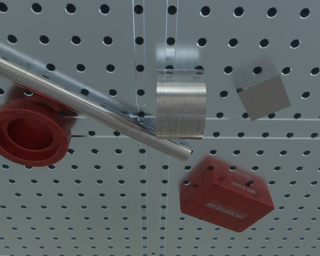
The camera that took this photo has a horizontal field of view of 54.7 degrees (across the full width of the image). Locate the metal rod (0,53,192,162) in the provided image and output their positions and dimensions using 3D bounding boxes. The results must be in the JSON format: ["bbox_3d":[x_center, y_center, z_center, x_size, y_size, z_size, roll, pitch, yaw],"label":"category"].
[{"bbox_3d":[-0.088,-0.025,0.388,0.302,0.025,0.025,26,125,-21],"label":"metal rod"}]

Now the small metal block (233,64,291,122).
[{"bbox_3d":[0.125,-0.042,0.378,0.050,0.025,0.050,-24,127,18],"label":"small metal block"}]

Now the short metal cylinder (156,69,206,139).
[{"bbox_3d":[0.021,-0.027,0.353,0.050,0.080,0.079,0,130,-1],"label":"short metal cylinder"}]

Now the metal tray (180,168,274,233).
[{"bbox_3d":[0.110,0.124,0.516,0.131,0.030,0.089,24,126,-20],"label":"metal tray"}]

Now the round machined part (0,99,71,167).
[{"bbox_3d":[-0.164,0.002,0.400,0.099,0.042,0.097,-1,130,0],"label":"round machined part"}]
